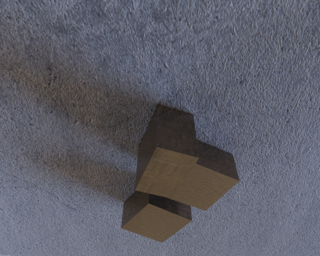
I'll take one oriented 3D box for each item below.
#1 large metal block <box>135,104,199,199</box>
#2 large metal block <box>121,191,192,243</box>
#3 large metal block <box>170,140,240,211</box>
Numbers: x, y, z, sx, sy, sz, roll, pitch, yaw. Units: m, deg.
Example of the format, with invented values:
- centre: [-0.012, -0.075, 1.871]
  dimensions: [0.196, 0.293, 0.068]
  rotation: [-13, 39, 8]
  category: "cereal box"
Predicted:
- centre: [0.006, 0.030, 0.396]
  dimensions: [0.050, 0.080, 0.079]
  rotation: [16, 128, -13]
  category: "large metal block"
- centre: [-0.006, 0.136, 0.506]
  dimensions: [0.080, 0.050, 0.080]
  rotation: [28, 125, -22]
  category: "large metal block"
- centre: [0.053, 0.067, 0.448]
  dimensions: [0.080, 0.050, 0.080]
  rotation: [23, 126, -19]
  category: "large metal block"
